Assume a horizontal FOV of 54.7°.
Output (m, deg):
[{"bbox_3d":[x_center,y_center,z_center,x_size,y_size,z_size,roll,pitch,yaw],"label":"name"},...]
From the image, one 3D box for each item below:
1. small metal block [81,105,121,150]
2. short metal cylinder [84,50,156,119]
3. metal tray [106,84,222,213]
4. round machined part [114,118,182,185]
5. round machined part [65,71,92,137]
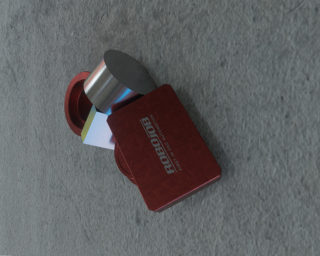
[{"bbox_3d":[-0.075,-0.001,0.426,0.050,0.050,0.025,-63,31,20],"label":"small metal block"},{"bbox_3d":[-0.053,-0.058,0.413,0.050,0.081,0.080,-45,63,30],"label":"short metal cylinder"},{"bbox_3d":[0.003,0.022,0.370,0.090,0.030,0.130,-29,69,2],"label":"metal tray"},{"bbox_3d":[-0.023,0.031,0.412,0.098,0.042,0.097,0,90,39],"label":"round machined part"},{"bbox_3d":[-0.100,-0.035,0.475,0.098,0.042,0.097,0,90,39],"label":"round machined part"}]
